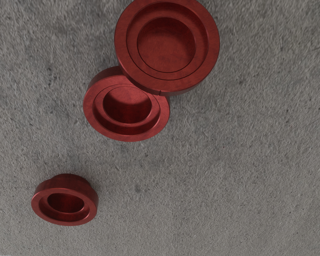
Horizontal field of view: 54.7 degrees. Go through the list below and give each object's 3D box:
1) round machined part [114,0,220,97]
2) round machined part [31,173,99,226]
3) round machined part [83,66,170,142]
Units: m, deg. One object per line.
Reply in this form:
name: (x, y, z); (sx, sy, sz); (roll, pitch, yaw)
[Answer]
round machined part: (0.006, -0.079, 0.306); (0.099, 0.097, 0.042); (5, 173, -5)
round machined part: (-0.146, 0.109, 0.488); (0.099, 0.042, 0.097); (0, 130, 0)
round machined part: (-0.038, -0.032, 0.367); (0.099, 0.042, 0.097); (0, 132, 0)
